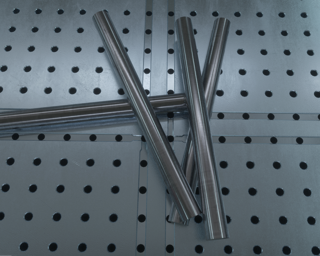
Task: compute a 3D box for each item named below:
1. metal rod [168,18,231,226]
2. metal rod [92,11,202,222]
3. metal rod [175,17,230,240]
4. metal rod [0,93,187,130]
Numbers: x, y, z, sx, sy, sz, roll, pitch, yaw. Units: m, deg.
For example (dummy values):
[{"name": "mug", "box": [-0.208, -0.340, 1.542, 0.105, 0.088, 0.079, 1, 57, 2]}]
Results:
[{"name": "metal rod", "box": [0.058, -0.022, 0.420, 0.025, 0.025, 0.299, 13, 70, 5]}, {"name": "metal rod", "box": [-0.024, -0.028, 0.394, 0.025, 0.025, 0.299, -22, 72, -8]}, {"name": "metal rod", "box": [0.048, -0.018, 0.391, 0.025, 0.025, 0.299, -5, 66, -2]}, {"name": "metal rod", "box": [-0.110, -0.020, 0.418, 0.302, 0.025, 0.025, -6, 70, -3]}]
